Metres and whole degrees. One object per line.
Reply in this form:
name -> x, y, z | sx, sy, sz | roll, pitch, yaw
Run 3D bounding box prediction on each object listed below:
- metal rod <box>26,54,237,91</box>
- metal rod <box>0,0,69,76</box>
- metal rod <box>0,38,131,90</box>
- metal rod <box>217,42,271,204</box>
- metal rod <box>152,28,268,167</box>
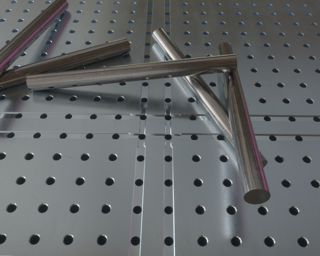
metal rod -> -0.043, -0.080, 0.449 | 0.302, 0.025, 0.025 | -5, 50, 5
metal rod -> -0.220, -0.145, 0.504 | 0.025, 0.025, 0.300 | 8, 44, 6
metal rod -> -0.190, -0.089, 0.480 | 0.302, 0.025, 0.025 | -21, 53, -17
metal rod -> 0.101, -0.033, 0.409 | 0.025, 0.025, 0.300 | 3, 42, 2
metal rod -> 0.058, -0.059, 0.457 | 0.025, 0.025, 0.300 | -18, 53, -15
